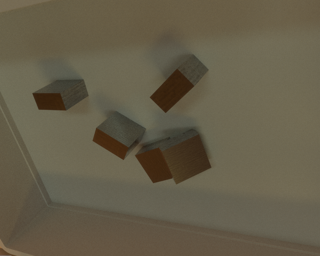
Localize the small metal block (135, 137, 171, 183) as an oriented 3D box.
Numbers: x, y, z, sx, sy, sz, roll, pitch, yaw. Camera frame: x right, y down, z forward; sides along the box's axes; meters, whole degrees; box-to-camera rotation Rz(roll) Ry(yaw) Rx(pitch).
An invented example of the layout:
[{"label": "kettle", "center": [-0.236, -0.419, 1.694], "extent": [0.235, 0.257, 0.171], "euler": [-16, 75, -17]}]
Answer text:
[{"label": "small metal block", "center": [0.002, 0.046, 0.435], "extent": [0.050, 0.025, 0.050], "euler": [-21, 107, 35]}]

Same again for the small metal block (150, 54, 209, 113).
[{"label": "small metal block", "center": [0.022, -0.050, 0.349], "extent": [0.025, 0.050, 0.050], "euler": [45, 129, -3]}]

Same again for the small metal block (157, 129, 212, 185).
[{"label": "small metal block", "center": [0.031, 0.036, 0.396], "extent": [0.050, 0.025, 0.050], "euler": [-25, 110, -6]}]

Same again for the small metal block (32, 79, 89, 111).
[{"label": "small metal block", "center": [-0.138, -0.047, 0.434], "extent": [0.050, 0.050, 0.025], "euler": [3, 120, 26]}]

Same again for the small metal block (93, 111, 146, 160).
[{"label": "small metal block", "center": [-0.055, 0.009, 0.426], "extent": [0.050, 0.050, 0.025], "euler": [31, 128, 8]}]
